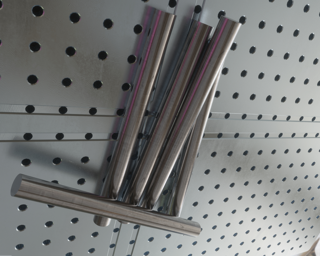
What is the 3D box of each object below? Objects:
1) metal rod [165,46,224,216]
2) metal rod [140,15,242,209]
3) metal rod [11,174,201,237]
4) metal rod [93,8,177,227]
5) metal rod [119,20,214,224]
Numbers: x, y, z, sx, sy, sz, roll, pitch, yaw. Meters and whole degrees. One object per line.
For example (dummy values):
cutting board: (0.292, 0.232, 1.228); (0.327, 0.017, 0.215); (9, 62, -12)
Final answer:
metal rod: (0.047, 0.023, 0.452); (0.025, 0.025, 0.298); (-3, 120, -28)
metal rod: (0.029, 0.001, 0.414); (0.025, 0.025, 0.298); (6, 120, -32)
metal rod: (-0.048, 0.115, 0.423); (0.301, 0.025, 0.025); (27, 103, -38)
metal rod: (-0.039, 0.004, 0.393); (0.025, 0.025, 0.298); (5, 116, -31)
metal rod: (-0.001, 0.006, 0.415); (0.025, 0.025, 0.298); (9, 114, -33)
